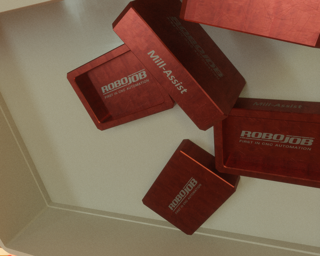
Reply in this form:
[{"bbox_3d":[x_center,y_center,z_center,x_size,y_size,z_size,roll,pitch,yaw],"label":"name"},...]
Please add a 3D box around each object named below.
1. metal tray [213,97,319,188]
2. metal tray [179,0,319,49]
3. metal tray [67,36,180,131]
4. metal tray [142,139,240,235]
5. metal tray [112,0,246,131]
[{"bbox_3d":[0.128,0.015,0.346,0.130,0.030,0.089,6,121,24],"label":"metal tray"},{"bbox_3d":[0.080,-0.092,0.239,0.090,0.131,0.030,18,116,17],"label":"metal tray"},{"bbox_3d":[-0.047,-0.054,0.395,0.130,0.030,0.090,-16,110,34],"label":"metal tray"},{"bbox_3d":[0.039,0.087,0.438,0.090,0.030,0.129,34,129,5],"label":"metal tray"},{"bbox_3d":[0.025,-0.071,0.308,0.130,0.090,0.030,48,128,-6],"label":"metal tray"}]
